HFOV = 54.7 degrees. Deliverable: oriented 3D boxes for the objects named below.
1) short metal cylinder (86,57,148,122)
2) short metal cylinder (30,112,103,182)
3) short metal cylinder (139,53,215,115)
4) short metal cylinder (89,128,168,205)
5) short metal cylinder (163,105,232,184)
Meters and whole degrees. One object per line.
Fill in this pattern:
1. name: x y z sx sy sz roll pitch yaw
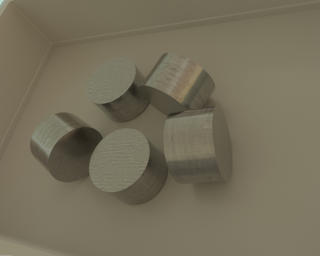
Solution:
1. short metal cylinder: -0.059 -0.056 0.451 0.080 0.050 0.080 -13 56 20
2. short metal cylinder: -0.123 0.025 0.415 0.050 0.080 0.080 30 78 37
3. short metal cylinder: 0.021 -0.048 0.387 0.080 0.080 0.050 24 75 36
4. short metal cylinder: -0.038 0.047 0.377 0.080 0.050 0.080 -13 56 20
5. short metal cylinder: 0.043 0.019 0.333 0.050 0.080 0.080 -9 58 23
